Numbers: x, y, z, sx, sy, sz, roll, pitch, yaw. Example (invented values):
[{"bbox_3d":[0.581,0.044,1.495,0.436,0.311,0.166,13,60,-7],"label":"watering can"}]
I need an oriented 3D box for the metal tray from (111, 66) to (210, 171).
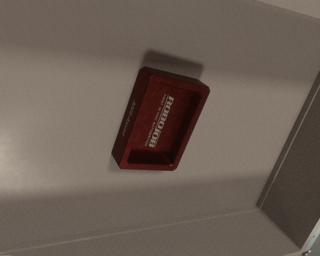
[{"bbox_3d":[0.000,-0.006,0.402,0.091,0.030,0.129,7,115,-32],"label":"metal tray"}]
